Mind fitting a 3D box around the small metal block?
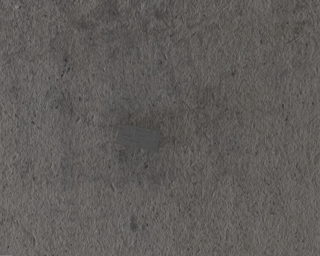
[{"bbox_3d":[-0.026,0.011,0.397,0.050,0.050,0.025,11,90,0],"label":"small metal block"}]
